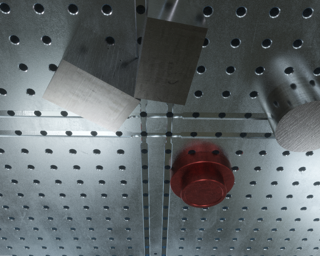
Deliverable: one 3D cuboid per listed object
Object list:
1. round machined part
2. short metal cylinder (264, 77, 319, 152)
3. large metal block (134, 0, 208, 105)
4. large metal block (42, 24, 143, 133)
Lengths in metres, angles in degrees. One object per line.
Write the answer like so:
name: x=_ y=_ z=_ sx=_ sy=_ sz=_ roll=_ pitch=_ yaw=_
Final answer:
round machined part: x=0.065 y=0.085 z=0.474 sx=0.099 sy=0.042 sz=0.097 roll=0 pitch=130 yaw=0
short metal cylinder: x=0.177 y=-0.016 z=0.383 sx=0.080 sy=0.050 sz=0.079 roll=0 pitch=130 yaw=0
large metal block: x=0.007 y=-0.081 z=0.306 sx=0.050 sy=0.080 sz=0.079 roll=8 pitch=130 yaw=-7
large metal block: x=-0.066 y=-0.053 z=0.329 sx=0.080 sy=0.080 sz=0.050 roll=28 pitch=125 yaw=-22
